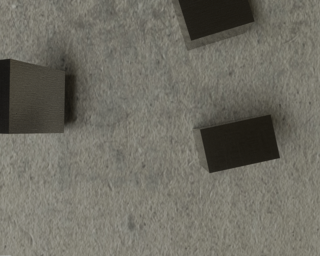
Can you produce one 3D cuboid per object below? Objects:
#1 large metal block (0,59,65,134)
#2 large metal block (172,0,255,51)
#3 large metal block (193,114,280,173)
[{"bbox_3d":[-0.163,-0.034,0.373,0.050,0.080,0.079,1,90,26],"label":"large metal block"},{"bbox_3d":[0.064,-0.155,0.398,0.080,0.050,0.080,-17,90,-1],"label":"large metal block"},{"bbox_3d":[0.089,0.017,0.384,0.080,0.080,0.050,-12,90,0],"label":"large metal block"}]
